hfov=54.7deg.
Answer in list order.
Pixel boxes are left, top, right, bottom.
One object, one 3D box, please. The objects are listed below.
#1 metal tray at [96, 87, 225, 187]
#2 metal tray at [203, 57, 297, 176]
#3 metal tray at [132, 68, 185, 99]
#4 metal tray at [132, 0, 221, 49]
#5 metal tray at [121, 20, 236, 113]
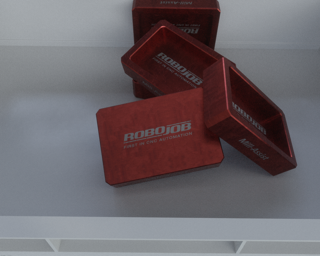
[{"bbox_3d":[-0.001,0.011,0.357,0.131,0.030,0.090,-12,73,2],"label":"metal tray"},{"bbox_3d":[0.104,-0.011,0.360,0.130,0.030,0.090,33,43,-30],"label":"metal tray"},{"bbox_3d":[0.035,-0.075,0.464,0.131,0.030,0.090,13,51,10],"label":"metal tray"},{"bbox_3d":[0.024,-0.158,0.495,0.131,0.089,0.030,1,50,0],"label":"metal tray"},{"bbox_3d":[0.024,-0.081,0.420,0.130,0.030,0.090,38,75,18],"label":"metal tray"}]
